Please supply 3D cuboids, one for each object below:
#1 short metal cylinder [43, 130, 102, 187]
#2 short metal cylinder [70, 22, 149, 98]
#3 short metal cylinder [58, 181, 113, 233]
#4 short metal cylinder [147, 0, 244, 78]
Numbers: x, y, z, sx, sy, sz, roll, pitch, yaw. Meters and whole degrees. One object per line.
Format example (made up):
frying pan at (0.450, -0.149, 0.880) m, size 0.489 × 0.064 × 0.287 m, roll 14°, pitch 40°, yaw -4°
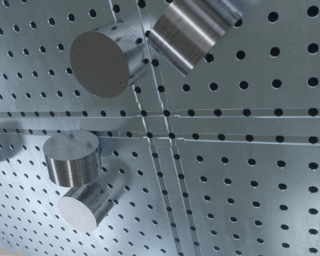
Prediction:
short metal cylinder at (-0.132, 0.045, 0.473) m, size 0.080 × 0.080 × 0.050 m, roll 14°, pitch 124°, yaw 20°
short metal cylinder at (-0.060, -0.083, 0.376) m, size 0.080 × 0.050 × 0.079 m, roll 13°, pitch 124°, yaw 21°
short metal cylinder at (-0.132, 0.137, 0.550) m, size 0.080 × 0.050 × 0.079 m, roll 13°, pitch 124°, yaw 21°
short metal cylinder at (0.033, -0.095, 0.299) m, size 0.050 × 0.080 × 0.080 m, roll 43°, pitch 129°, yaw -2°
